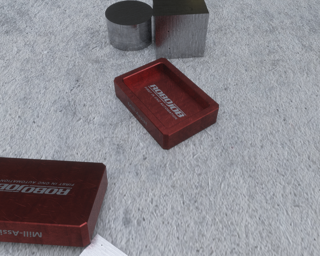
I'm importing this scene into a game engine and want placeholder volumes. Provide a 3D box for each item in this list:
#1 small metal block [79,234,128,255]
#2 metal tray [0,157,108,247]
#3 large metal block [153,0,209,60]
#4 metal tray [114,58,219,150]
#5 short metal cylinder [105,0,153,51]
[{"bbox_3d":[-0.054,0.137,0.288,0.050,0.025,0.050,27,55,21],"label":"small metal block"},{"bbox_3d":[-0.128,0.072,0.322,0.131,0.030,0.090,3,33,2],"label":"metal tray"},{"bbox_3d":[0.031,-0.161,0.503,0.081,0.080,0.050,-4,50,-4],"label":"large metal block"},{"bbox_3d":[0.006,-0.040,0.433,0.091,0.030,0.130,-28,56,-22],"label":"metal tray"},{"bbox_3d":[-0.051,-0.177,0.536,0.081,0.050,0.080,0,50,0],"label":"short metal cylinder"}]
